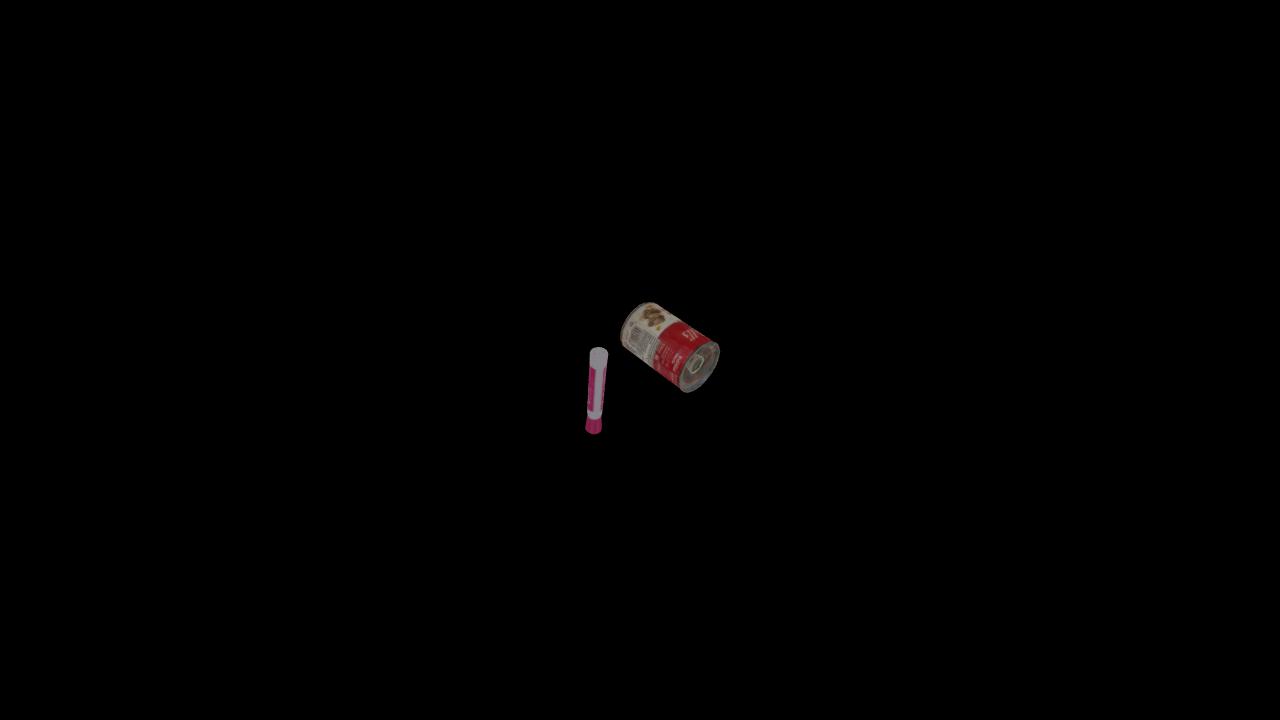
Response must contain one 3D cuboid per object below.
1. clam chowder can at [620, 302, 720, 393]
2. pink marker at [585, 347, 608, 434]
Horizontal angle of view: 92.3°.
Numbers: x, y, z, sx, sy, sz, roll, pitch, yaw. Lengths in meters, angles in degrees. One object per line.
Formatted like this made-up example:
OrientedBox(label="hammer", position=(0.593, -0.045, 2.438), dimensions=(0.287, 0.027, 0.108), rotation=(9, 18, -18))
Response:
OrientedBox(label="clam chowder can", position=(0.034, -0.017, 0.723), dimensions=(0.102, 0.068, 0.068), rotation=(36, 20, 31))
OrientedBox(label="pink marker", position=(-0.047, 0.037, 0.662), dimensions=(0.020, 0.121, 0.020), rotation=(4, 42, -4))
